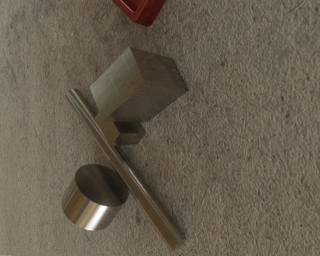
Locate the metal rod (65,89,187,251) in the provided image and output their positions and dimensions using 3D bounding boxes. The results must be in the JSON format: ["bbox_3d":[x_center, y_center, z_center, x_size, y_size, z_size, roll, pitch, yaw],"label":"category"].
[{"bbox_3d":[-0.062,0.044,0.453,0.300,0.025,0.025,50,119,28],"label":"metal rod"}]

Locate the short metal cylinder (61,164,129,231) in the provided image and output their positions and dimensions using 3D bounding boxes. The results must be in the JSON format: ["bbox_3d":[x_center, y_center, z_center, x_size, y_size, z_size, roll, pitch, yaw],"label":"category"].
[{"bbox_3d":[-0.092,0.097,0.443,0.080,0.081,0.050,48,118,29],"label":"short metal cylinder"}]

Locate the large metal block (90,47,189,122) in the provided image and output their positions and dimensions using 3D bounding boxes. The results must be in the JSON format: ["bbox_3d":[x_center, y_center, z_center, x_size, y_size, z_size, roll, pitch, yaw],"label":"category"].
[{"bbox_3d":[-0.026,-0.049,0.388,0.080,0.081,0.050,-36,68,34],"label":"large metal block"}]

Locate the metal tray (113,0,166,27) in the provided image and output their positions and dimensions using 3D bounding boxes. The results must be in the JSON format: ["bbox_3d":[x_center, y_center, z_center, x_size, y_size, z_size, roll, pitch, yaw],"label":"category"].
[{"bbox_3d":[-0.037,-0.215,0.429,0.130,0.030,0.090,51,119,27],"label":"metal tray"}]

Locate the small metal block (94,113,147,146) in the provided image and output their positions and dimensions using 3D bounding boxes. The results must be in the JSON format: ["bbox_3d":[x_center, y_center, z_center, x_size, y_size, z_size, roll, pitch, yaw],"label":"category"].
[{"bbox_3d":[-0.055,-0.003,0.431,0.025,0.050,0.050,-49,61,29],"label":"small metal block"}]
